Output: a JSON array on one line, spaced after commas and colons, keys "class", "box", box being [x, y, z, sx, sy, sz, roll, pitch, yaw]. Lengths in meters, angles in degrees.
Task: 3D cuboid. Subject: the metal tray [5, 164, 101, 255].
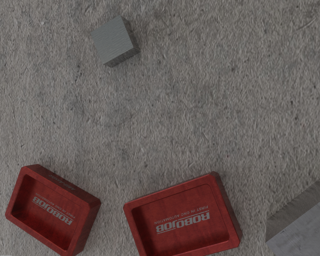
[{"class": "metal tray", "box": [-0.162, 0.121, 0.463, 0.130, 0.030, 0.090, 25, 98, 18]}]

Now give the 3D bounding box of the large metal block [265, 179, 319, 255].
[{"class": "large metal block", "box": [0.160, 0.103, 0.323, 0.080, 0.080, 0.050, -44, 76, 14]}]

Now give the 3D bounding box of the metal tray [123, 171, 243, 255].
[{"class": "metal tray", "box": [0.027, 0.119, 0.396, 0.130, 0.030, 0.090, -23, 83, 18]}]

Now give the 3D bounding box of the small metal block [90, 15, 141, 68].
[{"class": "small metal block", "box": [-0.061, -0.119, 0.431, 0.050, 0.025, 0.050, -24, 82, 18]}]
